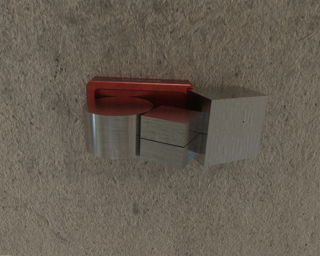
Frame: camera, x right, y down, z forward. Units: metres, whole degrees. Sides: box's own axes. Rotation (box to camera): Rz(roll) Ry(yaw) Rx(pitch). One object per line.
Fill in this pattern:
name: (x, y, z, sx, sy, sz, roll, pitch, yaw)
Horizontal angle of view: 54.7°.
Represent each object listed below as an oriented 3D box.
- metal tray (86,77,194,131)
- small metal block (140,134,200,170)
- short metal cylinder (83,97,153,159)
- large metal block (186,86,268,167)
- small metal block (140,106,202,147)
metal tray: (-0.025, -0.017, 0.401, 0.131, 0.030, 0.089, 2, 110, -1)
small metal block: (0.012, 0.021, 0.349, 0.050, 0.050, 0.025, 11, 111, 23)
short metal cylinder: (-0.048, -0.003, 0.366, 0.081, 0.080, 0.050, 1, 110, -1)
large metal block: (0.078, -0.005, 0.381, 0.081, 0.050, 0.079, -7, 113, -26)
small metal block: (0.013, -0.004, 0.341, 0.050, 0.050, 0.025, 11, 111, 23)
